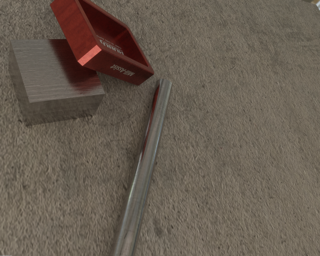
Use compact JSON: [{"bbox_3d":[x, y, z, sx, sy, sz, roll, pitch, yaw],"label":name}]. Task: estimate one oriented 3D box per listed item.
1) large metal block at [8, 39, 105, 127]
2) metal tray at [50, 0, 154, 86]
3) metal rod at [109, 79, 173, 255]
[{"bbox_3d":[-0.121,-0.054,0.357,0.081,0.050,0.080,-12,68,-33],"label":"large metal block"},{"bbox_3d":[-0.066,-0.108,0.389,0.090,0.030,0.131,62,21,15],"label":"metal tray"},{"bbox_3d":[-0.021,0.057,0.358,0.025,0.025,0.300,24,53,-14],"label":"metal rod"}]
